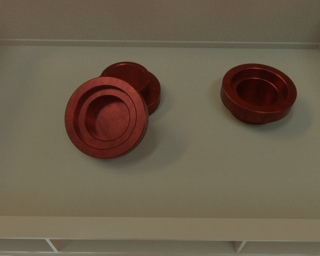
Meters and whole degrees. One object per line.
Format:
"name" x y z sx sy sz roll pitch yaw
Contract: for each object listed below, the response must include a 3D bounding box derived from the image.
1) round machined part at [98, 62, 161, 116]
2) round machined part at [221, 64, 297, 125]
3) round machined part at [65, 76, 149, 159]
"round machined part" -0.048 -0.057 0.442 0.099 0.042 0.098 0 50 0
"round machined part" 0.134 -0.043 0.432 0.099 0.042 0.098 0 50 0
"round machined part" -0.062 -0.011 0.383 0.099 0.042 0.097 -1 85 7
